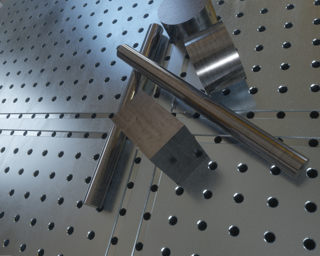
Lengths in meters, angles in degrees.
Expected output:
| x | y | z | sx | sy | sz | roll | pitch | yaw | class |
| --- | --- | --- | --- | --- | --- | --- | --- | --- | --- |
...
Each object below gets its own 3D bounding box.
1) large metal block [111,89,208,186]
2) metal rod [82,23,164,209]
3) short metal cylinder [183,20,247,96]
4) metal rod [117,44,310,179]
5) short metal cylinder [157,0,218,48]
| x | y | z | sx | sy | sz | roll | pitch | yaw | class |
| --- | --- | --- | --- | --- | --- | --- | --- | --- | --- |
| 0.001 | 0.012 | 0.365 | 0.050 | 0.080 | 0.080 | -45 | 51 | -3 | large metal block |
| -0.046 | -0.033 | 0.452 | 0.025 | 0.025 | 0.300 | 3 | 63 | 29 | metal rod |
| 0.069 | -0.087 | 0.390 | 0.050 | 0.080 | 0.080 | -24 | 53 | 14 | short metal cylinder |
| 0.043 | -0.038 | 0.390 | 0.025 | 0.025 | 0.300 | -48 | 57 | -5 | metal rod |
| 0.043 | -0.170 | 0.474 | 0.080 | 0.050 | 0.080 | -13 | 56 | 21 | short metal cylinder |
